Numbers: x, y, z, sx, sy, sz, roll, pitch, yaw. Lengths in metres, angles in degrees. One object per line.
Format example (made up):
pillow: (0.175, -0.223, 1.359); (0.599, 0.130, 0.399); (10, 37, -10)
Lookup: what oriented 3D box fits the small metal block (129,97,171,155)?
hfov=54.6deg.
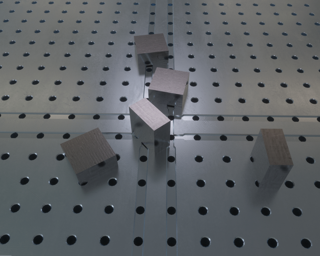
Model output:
small metal block: (-0.013, -0.002, 0.393); (0.025, 0.050, 0.050); (-32, 57, -24)

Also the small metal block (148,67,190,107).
small metal block: (0.014, -0.061, 0.459); (0.050, 0.025, 0.050); (11, 51, 9)

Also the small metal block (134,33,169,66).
small metal block: (-0.015, -0.131, 0.518); (0.050, 0.025, 0.050); (-8, 50, -6)

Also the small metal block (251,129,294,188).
small metal block: (0.129, 0.036, 0.362); (0.025, 0.050, 0.050); (0, 50, 1)

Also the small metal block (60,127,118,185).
small metal block: (-0.086, 0.034, 0.379); (0.050, 0.025, 0.050); (-26, 55, -20)
